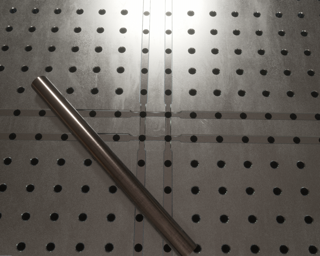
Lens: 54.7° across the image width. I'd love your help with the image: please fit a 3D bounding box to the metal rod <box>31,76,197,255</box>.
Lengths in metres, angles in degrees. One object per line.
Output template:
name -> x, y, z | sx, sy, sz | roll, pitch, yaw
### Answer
metal rod -> -0.067, 0.041, 0.395 | 0.025, 0.025, 0.300 | -41, 75, -14
